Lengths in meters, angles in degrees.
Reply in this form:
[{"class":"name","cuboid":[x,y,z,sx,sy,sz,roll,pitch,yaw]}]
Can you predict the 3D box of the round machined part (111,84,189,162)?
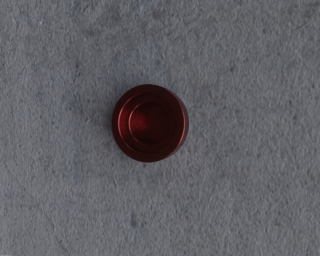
[{"class":"round machined part","cuboid":[-0.010,-0.006,0.403,0.098,0.042,0.097,0,90,19]}]
